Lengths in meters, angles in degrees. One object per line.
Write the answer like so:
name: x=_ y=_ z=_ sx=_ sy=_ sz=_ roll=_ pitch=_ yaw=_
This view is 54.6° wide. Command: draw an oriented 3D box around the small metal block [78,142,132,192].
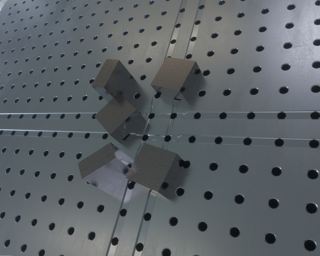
small metal block: x=-0.067 y=0.051 z=0.397 sx=0.050 sy=0.050 sz=0.025 roll=-32 pitch=52 yaw=7

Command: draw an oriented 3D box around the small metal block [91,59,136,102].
small metal block: x=-0.069 y=-0.069 z=0.472 sx=0.025 sy=0.050 sz=0.050 roll=12 pitch=68 yaw=33

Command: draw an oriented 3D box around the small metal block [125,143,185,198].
small metal block: x=-0.006 y=0.051 z=0.381 sx=0.050 sy=0.025 sz=0.050 roll=16 pitch=70 yaw=34

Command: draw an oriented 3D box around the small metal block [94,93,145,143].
small metal block: x=-0.059 y=-0.016 z=0.450 sx=0.050 sy=0.025 sz=0.050 roll=-44 pitch=51 yaw=-3

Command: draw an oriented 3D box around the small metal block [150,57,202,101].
small metal block: x=0.023 y=-0.071 z=0.441 sx=0.050 sy=0.025 sz=0.050 roll=17 pitch=71 yaw=35
